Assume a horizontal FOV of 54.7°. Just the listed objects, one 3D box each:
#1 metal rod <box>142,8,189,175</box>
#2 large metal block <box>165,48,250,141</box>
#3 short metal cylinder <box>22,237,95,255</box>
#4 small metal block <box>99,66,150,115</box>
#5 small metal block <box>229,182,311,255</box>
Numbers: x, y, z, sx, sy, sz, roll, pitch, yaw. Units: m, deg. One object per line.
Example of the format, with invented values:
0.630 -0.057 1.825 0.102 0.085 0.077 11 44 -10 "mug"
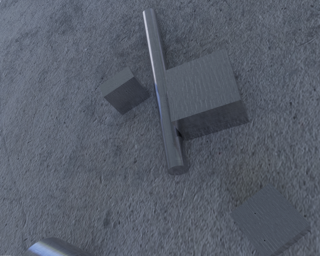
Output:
0.002 -0.072 0.445 0.025 0.025 0.299 -20 54 16 "metal rod"
0.057 -0.040 0.382 0.080 0.050 0.080 -18 55 17 "large metal block"
-0.109 0.163 0.324 0.050 0.080 0.080 9 66 32 "short metal cylinder"
-0.050 -0.052 0.445 0.050 0.050 0.025 -33 52 6 "small metal block"
0.104 0.089 0.294 0.050 0.025 0.050 -39 51 1 "small metal block"
